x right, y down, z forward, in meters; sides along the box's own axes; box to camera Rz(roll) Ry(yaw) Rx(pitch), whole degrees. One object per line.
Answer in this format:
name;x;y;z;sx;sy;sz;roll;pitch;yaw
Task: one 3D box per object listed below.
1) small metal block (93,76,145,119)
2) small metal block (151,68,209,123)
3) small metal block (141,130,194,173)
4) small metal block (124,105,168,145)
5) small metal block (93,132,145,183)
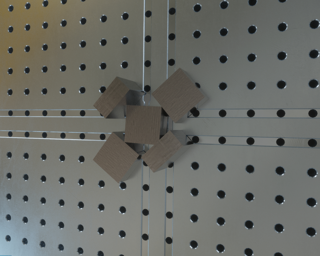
small metal block;-0.054;-0.039;0.418;0.025;0.050;0.050;45;105;14
small metal block;0.026;-0.041;0.403;0.050;0.025;0.050;-42;77;15
small metal block;0.011;0.028;0.396;0.050;0.050;0.025;-44;76;15
small metal block;-0.018;-0.004;0.419;0.050;0.025;0.050;4;90;21
small metal block;-0.056;0.040;0.433;0.050;0.025;0.050;40;102;15
